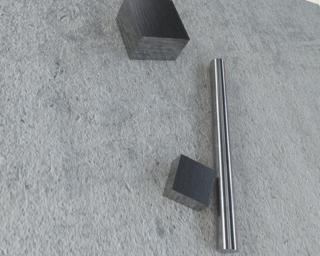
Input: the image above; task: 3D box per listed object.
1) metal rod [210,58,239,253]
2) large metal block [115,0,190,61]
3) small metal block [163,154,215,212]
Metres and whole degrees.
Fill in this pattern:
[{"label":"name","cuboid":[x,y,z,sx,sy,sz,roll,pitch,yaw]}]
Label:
[{"label":"metal rod","cuboid":[0.087,0.017,0.440,0.025,0.025,0.300,17,55,-19]},{"label":"large metal block","cuboid":[-0.013,-0.151,0.473,0.081,0.050,0.080,-6,65,-31]},{"label":"small metal block","cuboid":[0.037,0.068,0.382,0.050,0.025,0.050,27,52,-11]}]
